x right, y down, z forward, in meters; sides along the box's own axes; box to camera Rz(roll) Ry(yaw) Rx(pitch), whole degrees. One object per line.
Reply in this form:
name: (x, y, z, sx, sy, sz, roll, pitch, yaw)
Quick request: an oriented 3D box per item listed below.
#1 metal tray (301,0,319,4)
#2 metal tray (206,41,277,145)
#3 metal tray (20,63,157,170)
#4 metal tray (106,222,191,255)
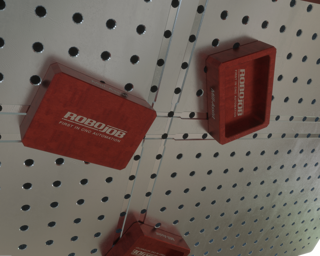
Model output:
metal tray: (0.125, -0.188, 0.320, 0.130, 0.090, 0.030, 32, 101, -38)
metal tray: (0.114, -0.047, 0.439, 0.091, 0.030, 0.129, -20, 126, -17)
metal tray: (-0.079, -0.007, 0.360, 0.131, 0.030, 0.090, 21, 107, -36)
metal tray: (-0.019, 0.218, 0.531, 0.130, 0.030, 0.090, 34, 99, -39)
